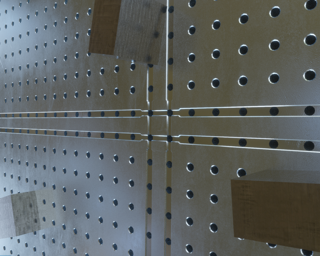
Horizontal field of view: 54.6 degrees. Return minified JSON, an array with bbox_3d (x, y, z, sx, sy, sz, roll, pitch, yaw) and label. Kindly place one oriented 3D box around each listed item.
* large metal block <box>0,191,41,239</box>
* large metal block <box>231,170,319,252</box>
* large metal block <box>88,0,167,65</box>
[{"bbox_3d":[-0.295,0.179,0.639,0.080,0.050,0.080,-21,77,38],"label":"large metal block"},{"bbox_3d":[0.120,0.067,0.275,0.080,0.081,0.050,-5,87,40],"label":"large metal block"},{"bbox_3d":[-0.041,-0.131,0.409,0.050,0.081,0.080,16,100,39],"label":"large metal block"}]
